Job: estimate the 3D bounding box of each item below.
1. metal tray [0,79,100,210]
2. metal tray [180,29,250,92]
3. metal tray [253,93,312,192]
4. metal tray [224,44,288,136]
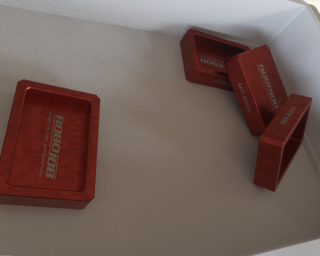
[{"bbox_3d":[-0.115,0.016,0.331,0.091,0.030,0.130,11,57,-23],"label":"metal tray"},{"bbox_3d":[0.103,-0.111,0.527,0.131,0.030,0.090,8,58,-24],"label":"metal tray"},{"bbox_3d":[0.180,0.018,0.451,0.030,0.089,0.131,20,43,31],"label":"metal tray"},{"bbox_3d":[0.163,-0.063,0.505,0.091,0.030,0.129,-26,95,-37],"label":"metal tray"}]
